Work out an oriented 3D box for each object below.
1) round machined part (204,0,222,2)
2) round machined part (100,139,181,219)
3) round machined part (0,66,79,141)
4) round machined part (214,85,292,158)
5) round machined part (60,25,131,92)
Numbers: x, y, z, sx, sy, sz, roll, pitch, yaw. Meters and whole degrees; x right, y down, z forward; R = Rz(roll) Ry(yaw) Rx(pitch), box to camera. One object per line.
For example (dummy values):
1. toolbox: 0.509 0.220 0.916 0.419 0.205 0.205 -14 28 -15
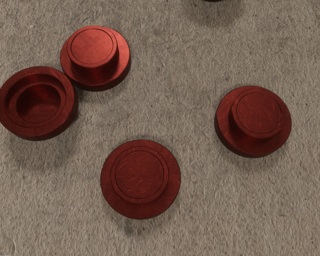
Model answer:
1. round machined part: 0.084 -0.240 0.488 0.099 0.042 0.098 0 70 -1
2. round machined part: -0.024 0.060 0.377 0.099 0.042 0.098 0 70 -1
3. round machined part: -0.156 -0.029 0.408 0.099 0.042 0.098 0 70 -1
4. round machined part: 0.123 -0.013 0.405 0.099 0.042 0.098 0 70 -1
5. round machined part: -0.091 -0.104 0.436 0.099 0.042 0.098 0 70 -1
